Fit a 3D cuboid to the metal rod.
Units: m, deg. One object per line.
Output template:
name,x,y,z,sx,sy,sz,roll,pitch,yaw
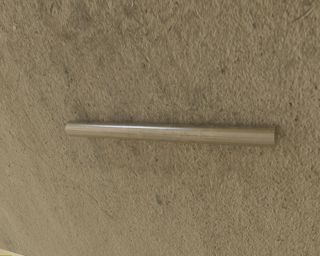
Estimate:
metal rod,-0.004,0.005,0.414,0.300,0.025,0.025,2,119,27
